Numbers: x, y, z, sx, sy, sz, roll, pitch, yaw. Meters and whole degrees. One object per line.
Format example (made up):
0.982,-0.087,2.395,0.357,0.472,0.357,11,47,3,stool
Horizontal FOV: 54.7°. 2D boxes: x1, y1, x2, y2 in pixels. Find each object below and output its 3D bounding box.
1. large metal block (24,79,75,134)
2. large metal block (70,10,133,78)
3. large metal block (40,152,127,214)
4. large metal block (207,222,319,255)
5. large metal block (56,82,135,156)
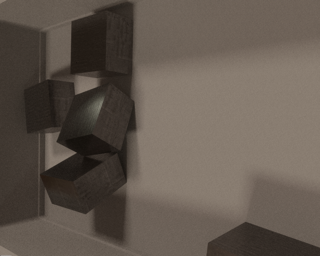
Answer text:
-0.194,-0.035,0.547,0.080,0.050,0.080,-11,83,39,large metal block
-0.087,-0.119,0.460,0.080,0.050,0.079,3,92,39,large metal block
-0.110,0.074,0.451,0.080,0.081,0.050,1,114,39,large metal block
0.098,0.134,0.290,0.080,0.081,0.050,10,97,39,large metal block
-0.091,-0.010,0.443,0.080,0.050,0.080,-12,54,39,large metal block
